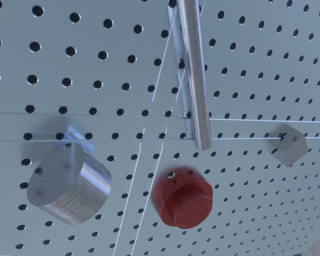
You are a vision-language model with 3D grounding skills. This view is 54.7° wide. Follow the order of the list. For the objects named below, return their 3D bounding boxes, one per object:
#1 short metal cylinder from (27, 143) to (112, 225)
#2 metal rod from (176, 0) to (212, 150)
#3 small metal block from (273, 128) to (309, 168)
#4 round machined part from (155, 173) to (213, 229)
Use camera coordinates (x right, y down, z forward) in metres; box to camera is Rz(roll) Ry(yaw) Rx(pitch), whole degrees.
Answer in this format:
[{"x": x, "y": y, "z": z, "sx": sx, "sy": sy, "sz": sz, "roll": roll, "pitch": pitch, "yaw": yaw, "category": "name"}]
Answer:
[{"x": -0.104, "y": 0.064, "z": 0.360, "sx": 0.080, "sy": 0.080, "sz": 0.050, "roll": -40, "pitch": 130, "yaw": -1, "category": "short metal cylinder"}, {"x": 0.040, "y": -0.093, "z": 0.377, "sx": 0.025, "sy": 0.025, "sz": 0.298, "roll": -23, "pitch": 127, "yaw": -15, "category": "metal rod"}, {"x": 0.241, "y": 0.037, "z": 0.569, "sx": 0.050, "sy": 0.025, "sz": 0.050, "roll": -38, "pitch": 130, "yaw": -3, "category": "small metal block"}, {"x": 0.046, "y": 0.125, "z": 0.505, "sx": 0.099, "sy": 0.042, "sz": 0.097, "roll": -14, "pitch": 125, "yaw": -21, "category": "round machined part"}]
